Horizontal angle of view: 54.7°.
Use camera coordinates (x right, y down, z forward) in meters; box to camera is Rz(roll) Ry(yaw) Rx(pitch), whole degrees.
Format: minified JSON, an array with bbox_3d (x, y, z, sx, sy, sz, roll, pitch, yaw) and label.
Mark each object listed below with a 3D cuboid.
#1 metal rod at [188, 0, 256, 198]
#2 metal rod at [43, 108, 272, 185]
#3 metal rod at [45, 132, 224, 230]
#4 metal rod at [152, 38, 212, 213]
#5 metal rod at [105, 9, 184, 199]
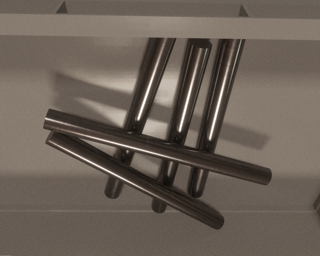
[{"bbox_3d":[0.069,-0.011,0.400,0.025,0.025,0.298,3,130,-3],"label":"metal rod"},{"bbox_3d":[0.008,0.029,0.399,0.302,0.025,0.025,16,128,-14],"label":"metal rod"},{"bbox_3d":[-0.019,0.081,0.443,0.301,0.025,0.025,33,123,-25],"label":"metal rod"},{"bbox_3d":[0.021,0.021,0.427,0.025,0.025,0.298,6,130,-6],"label":"metal rod"},{"bbox_3d":[-0.032,-0.005,0.403,0.025,0.025,0.298,13,129,-11],"label":"metal rod"}]
